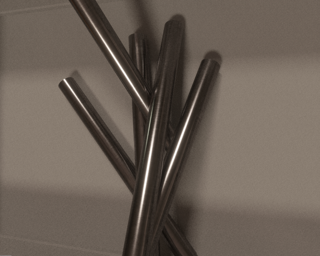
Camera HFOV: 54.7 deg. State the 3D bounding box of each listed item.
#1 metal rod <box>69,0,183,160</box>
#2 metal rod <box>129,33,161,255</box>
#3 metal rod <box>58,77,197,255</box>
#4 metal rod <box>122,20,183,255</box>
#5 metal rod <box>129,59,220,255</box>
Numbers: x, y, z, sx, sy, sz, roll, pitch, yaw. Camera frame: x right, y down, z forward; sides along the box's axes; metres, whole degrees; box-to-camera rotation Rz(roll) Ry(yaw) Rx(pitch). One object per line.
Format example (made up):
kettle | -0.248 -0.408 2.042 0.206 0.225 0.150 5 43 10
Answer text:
metal rod | -0.051 -0.086 0.358 0.025 0.025 0.299 -27 109 18
metal rod | -0.021 0.024 0.399 0.025 0.025 0.298 -7 81 19
metal rod | -0.051 0.051 0.427 0.025 0.025 0.299 -40 78 15
metal rod | -0.004 0.002 0.344 0.025 0.025 0.299 0 64 19
metal rod | 0.011 0.052 0.342 0.025 0.025 0.300 15 70 19
